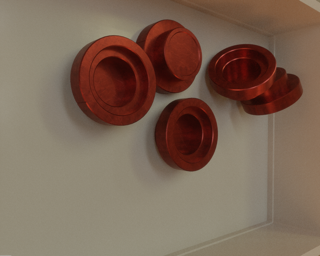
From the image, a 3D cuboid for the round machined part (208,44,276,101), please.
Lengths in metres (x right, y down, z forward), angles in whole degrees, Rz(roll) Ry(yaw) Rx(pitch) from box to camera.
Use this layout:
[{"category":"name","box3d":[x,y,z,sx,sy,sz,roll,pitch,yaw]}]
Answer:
[{"category":"round machined part","box3d":[0.125,-0.080,0.473,0.098,0.098,0.042,-57,148,-25]}]

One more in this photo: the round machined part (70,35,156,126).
[{"category":"round machined part","box3d":[-0.055,-0.051,0.351,0.099,0.042,0.097,0,90,-40]}]

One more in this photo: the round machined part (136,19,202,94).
[{"category":"round machined part","box3d":[0.018,-0.095,0.413,0.099,0.042,0.097,0,90,-40]}]

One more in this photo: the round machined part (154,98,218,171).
[{"category":"round machined part","box3d":[0.032,0.008,0.424,0.099,0.042,0.097,0,90,-40]}]

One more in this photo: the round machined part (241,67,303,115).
[{"category":"round machined part","box3d":[0.179,-0.066,0.512,0.098,0.098,0.042,-44,118,-31]}]
